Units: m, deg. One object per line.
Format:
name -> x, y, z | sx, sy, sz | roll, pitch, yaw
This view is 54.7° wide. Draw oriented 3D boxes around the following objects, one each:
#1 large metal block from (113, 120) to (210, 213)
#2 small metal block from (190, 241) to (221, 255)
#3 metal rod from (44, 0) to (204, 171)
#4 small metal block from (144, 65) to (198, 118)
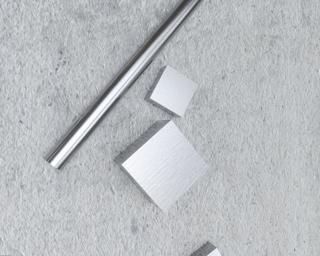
large metal block -> 0.001, 0.046, 0.396 | 0.080, 0.050, 0.080 | -42, 104, -15
small metal block -> 0.065, 0.198, 0.434 | 0.050, 0.025, 0.050 | -31, 100, -18
metal rod -> -0.036, -0.073, 0.395 | 0.025, 0.025, 0.300 | 42, 77, -16
small metal block -> 0.015, -0.048, 0.415 | 0.050, 0.025, 0.050 | 30, 80, -18
